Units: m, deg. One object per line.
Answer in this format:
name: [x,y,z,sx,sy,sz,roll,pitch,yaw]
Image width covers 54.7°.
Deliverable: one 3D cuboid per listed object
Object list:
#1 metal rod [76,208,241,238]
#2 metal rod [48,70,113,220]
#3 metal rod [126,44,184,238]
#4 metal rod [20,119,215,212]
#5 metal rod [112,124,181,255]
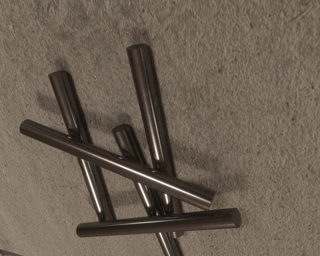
metal rod: [-0.022,0.149,0.475,0.300,0.025,0.025,-17,110,34]
metal rod: [-0.119,0.054,0.500,0.025,0.025,0.298,3,120,26]
metal rod: [-0.001,0.036,0.427,0.025,0.025,0.298,3,120,26]
metal rod: [-0.071,0.047,0.437,0.301,0.025,0.025,20,126,16]
metal rod: [-0.009,0.130,0.490,0.025,0.025,0.298,-6,116,30]
